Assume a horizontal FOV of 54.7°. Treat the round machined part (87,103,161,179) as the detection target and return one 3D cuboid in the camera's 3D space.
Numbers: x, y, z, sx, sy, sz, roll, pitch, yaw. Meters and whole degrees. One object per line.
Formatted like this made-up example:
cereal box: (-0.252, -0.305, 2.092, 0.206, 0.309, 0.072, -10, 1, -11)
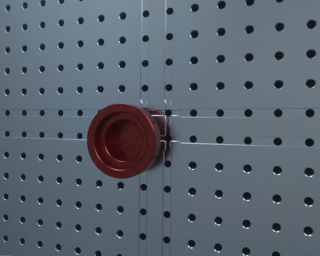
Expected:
round machined part: (-0.045, 0.016, 0.418, 0.098, 0.042, 0.097, 0, 90, 19)
